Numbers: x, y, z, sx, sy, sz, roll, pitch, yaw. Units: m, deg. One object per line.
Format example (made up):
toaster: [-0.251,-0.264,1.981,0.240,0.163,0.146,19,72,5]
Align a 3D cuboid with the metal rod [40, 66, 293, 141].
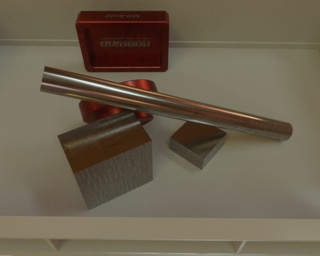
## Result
metal rod: [0.027,-0.021,0.349,0.302,0.025,0.025,11,47,-22]

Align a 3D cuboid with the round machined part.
round machined part: [-0.046,-0.021,0.385,0.099,0.098,0.042,-16,83,-14]

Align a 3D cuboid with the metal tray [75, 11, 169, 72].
metal tray: [-0.053,-0.129,0.470,0.131,0.089,0.030,-1,50,-1]

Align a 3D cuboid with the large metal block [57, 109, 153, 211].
large metal block: [-0.056,0.035,0.339,0.081,0.080,0.050,-23,54,-18]

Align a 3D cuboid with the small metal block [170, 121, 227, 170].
small metal block: [0.048,0.017,0.392,0.050,0.025,0.050,32,57,24]
